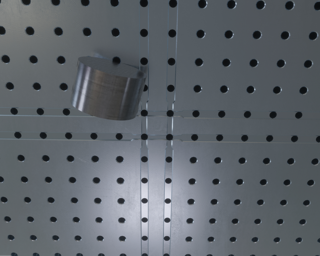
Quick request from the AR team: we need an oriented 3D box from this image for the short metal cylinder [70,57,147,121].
[{"bbox_3d":[-0.060,-0.048,0.366,0.080,0.080,0.050,15,110,-6],"label":"short metal cylinder"}]
